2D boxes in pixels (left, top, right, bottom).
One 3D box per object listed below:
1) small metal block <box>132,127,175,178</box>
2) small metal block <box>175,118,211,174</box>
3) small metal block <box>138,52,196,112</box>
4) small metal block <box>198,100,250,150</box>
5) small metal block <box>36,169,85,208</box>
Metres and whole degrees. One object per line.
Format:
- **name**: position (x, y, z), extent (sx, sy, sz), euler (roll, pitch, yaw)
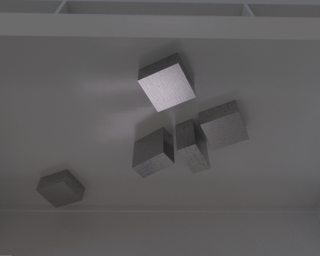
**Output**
- **small metal block**: position (-0.009, 0.033, 0.420), extent (0.050, 0.050, 0.025), euler (-28, 125, 22)
- **small metal block**: position (0.044, 0.024, 0.414), extent (0.025, 0.050, 0.050), euler (-21, 127, 17)
- **small metal block**: position (0.009, -0.053, 0.364), extent (0.050, 0.025, 0.050), euler (-21, 127, 17)
- **small metal block**: position (0.084, -0.003, 0.407), extent (0.050, 0.025, 0.050), euler (-20, 128, 16)
- **small metal block**: position (-0.156, 0.096, 0.490), extent (0.050, 0.025, 0.050), euler (-19, 128, 15)
